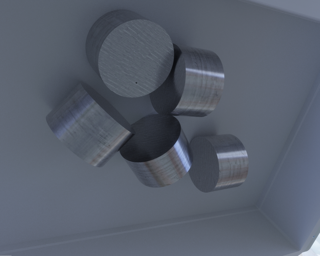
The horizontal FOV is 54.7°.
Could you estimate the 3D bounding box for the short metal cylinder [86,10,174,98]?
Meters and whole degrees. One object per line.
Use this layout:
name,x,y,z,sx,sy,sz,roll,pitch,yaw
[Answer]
short metal cylinder,-0.032,-0.079,0.327,0.081,0.050,0.079,-14,125,-21

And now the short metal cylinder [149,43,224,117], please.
short metal cylinder,0.028,-0.053,0.357,0.050,0.080,0.079,2,118,-30

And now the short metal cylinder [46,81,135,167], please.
short metal cylinder,-0.072,-0.004,0.332,0.050,0.080,0.080,-45,130,3

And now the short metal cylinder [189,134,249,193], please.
short metal cylinder,0.082,0.050,0.451,0.050,0.080,0.079,-4,120,-27

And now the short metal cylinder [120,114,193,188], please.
short metal cylinder,-0.004,0.027,0.389,0.080,0.080,0.050,-33,129,-7
